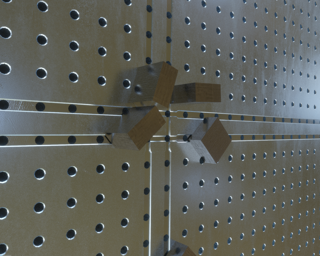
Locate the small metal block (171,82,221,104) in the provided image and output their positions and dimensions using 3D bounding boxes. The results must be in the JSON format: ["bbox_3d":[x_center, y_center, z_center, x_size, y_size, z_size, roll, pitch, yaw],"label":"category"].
[{"bbox_3d":[0.049,-0.047,0.433,0.050,0.050,0.025,-3,92,-40],"label":"small metal block"}]

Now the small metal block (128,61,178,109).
[{"bbox_3d":[-0.009,-0.051,0.384,0.025,0.050,0.050,24,75,-38],"label":"small metal block"}]

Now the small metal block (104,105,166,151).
[{"bbox_3d":[-0.030,-0.001,0.367,0.050,0.050,0.025,-47,118,-30],"label":"small metal block"}]

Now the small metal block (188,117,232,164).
[{"bbox_3d":[0.077,0.018,0.473,0.050,0.025,0.050,-51,120,-28],"label":"small metal block"}]

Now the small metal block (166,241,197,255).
[{"bbox_3d":[0.030,0.197,0.433,0.050,0.025,0.050,-51,120,-28],"label":"small metal block"}]
